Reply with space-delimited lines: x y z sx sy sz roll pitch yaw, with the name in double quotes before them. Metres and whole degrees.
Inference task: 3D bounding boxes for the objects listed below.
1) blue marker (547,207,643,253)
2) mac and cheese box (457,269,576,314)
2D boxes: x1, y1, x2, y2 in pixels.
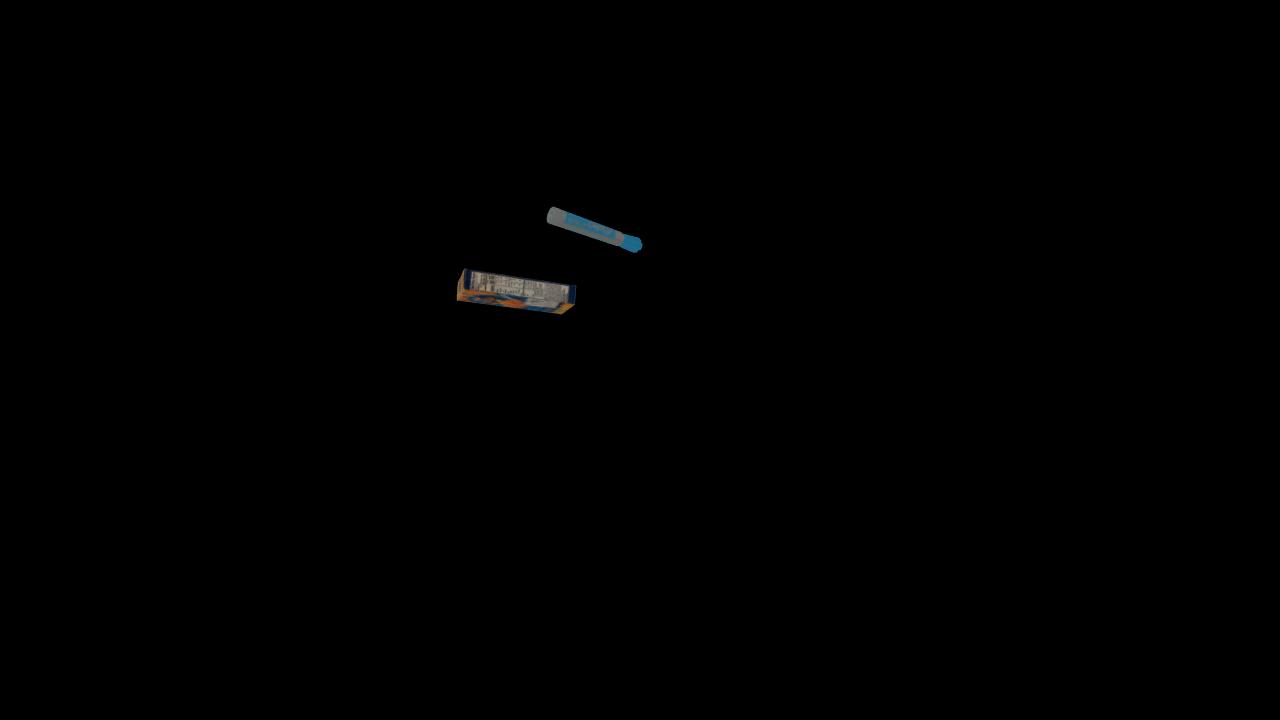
"blue marker" -0.048 -0.146 0.701 0.121 0.020 0.020 13 -7 -34
"mac and cheese box" -0.207 -0.112 1.032 0.184 0.041 0.093 6 -7 -22
